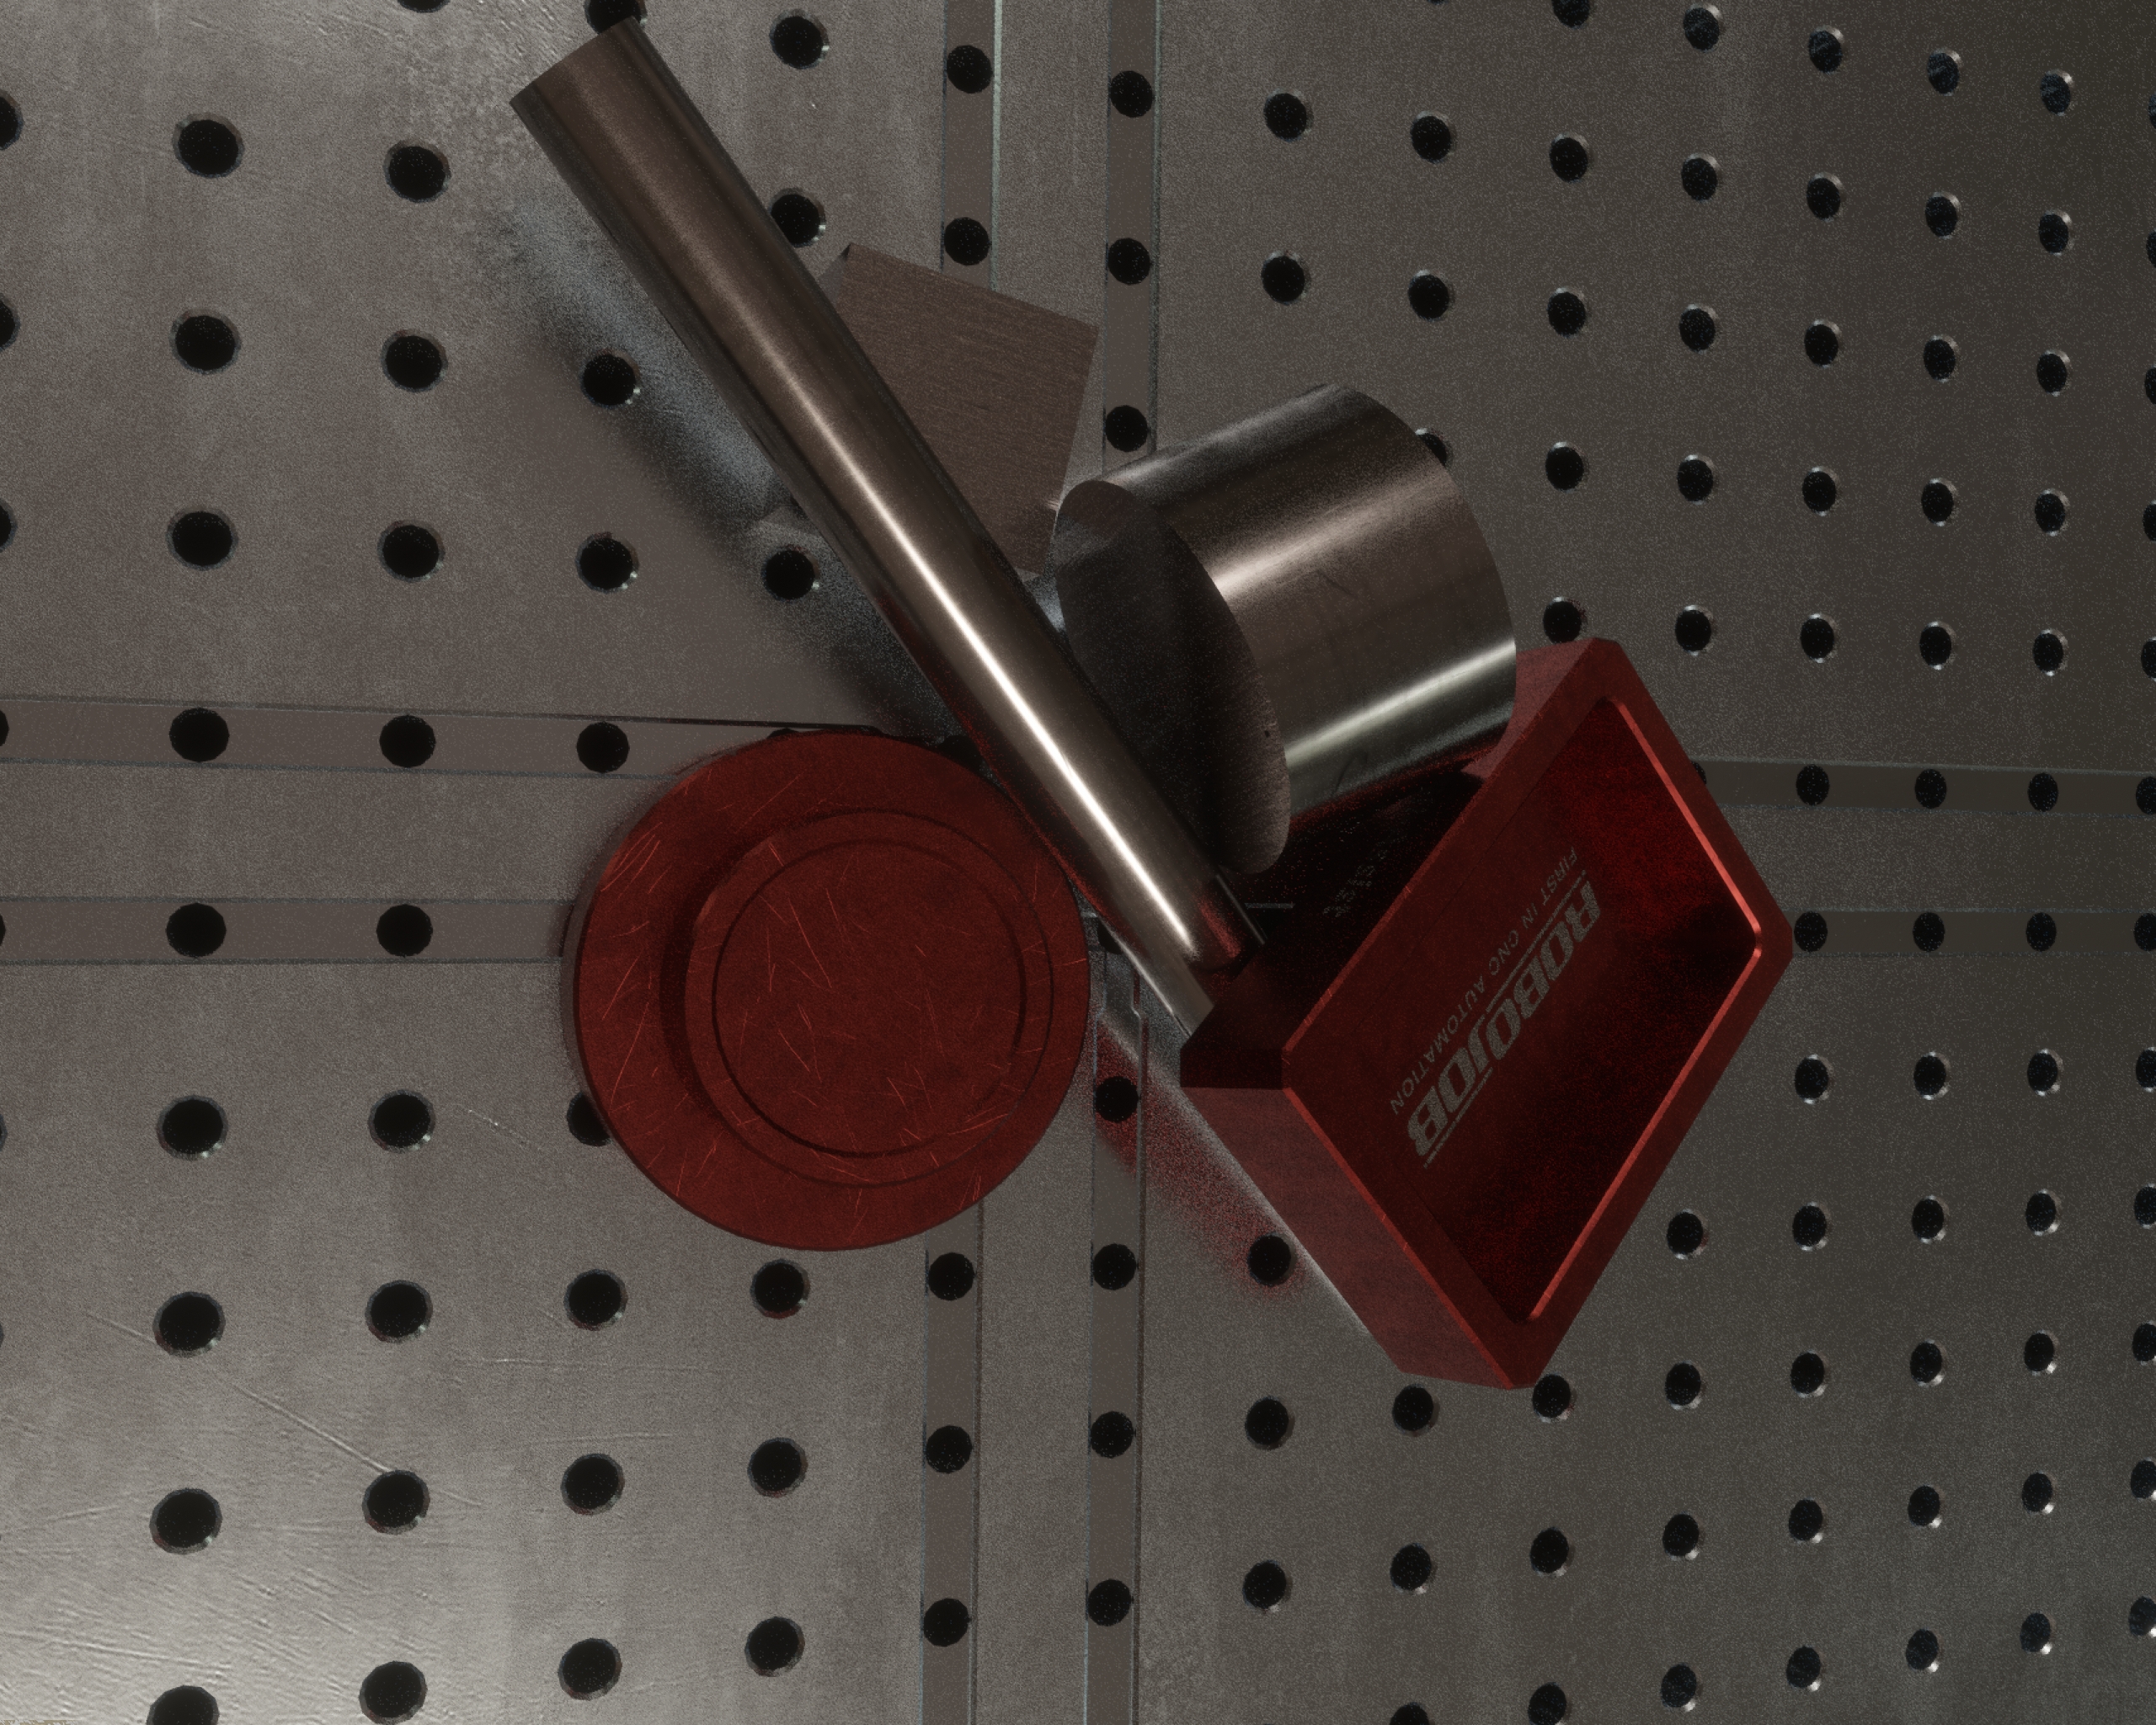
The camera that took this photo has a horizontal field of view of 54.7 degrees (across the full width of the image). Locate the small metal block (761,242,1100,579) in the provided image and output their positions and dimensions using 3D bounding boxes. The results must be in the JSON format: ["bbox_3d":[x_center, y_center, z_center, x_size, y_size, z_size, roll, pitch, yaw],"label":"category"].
[{"bbox_3d":[-0.029,-0.085,0.403,0.050,0.025,0.050,14,85,-20],"label":"small metal block"}]

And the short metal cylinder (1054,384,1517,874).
[{"bbox_3d":[0.038,-0.044,0.398,0.050,0.080,0.080,-27,99,-18],"label":"short metal cylinder"}]

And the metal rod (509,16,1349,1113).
[{"bbox_3d":[-0.001,-0.018,0.395,0.025,0.025,0.299,-42,111,-15],"label":"metal rod"}]

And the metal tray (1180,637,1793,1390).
[{"bbox_3d":[0.088,0.028,0.421,0.130,0.030,0.090,-49,113,-29],"label":"metal tray"}]

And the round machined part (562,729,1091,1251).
[{"bbox_3d":[-0.043,0.024,0.387,0.099,0.042,0.097,0,90,-21],"label":"round machined part"}]
